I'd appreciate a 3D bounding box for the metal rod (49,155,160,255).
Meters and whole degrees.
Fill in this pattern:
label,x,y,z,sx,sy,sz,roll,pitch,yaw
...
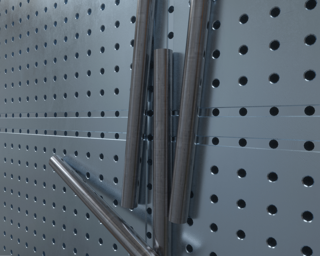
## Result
label,x,y,z,sx,sy,sz,roll,pitch,yaw
metal rod,-0.096,0.117,0.471,0.300,0.025,0.025,30,109,42

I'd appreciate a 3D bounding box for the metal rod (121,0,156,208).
label,x,y,z,sx,sy,sz,roll,pitch,yaw
metal rod,-0.031,-0.037,0.435,0.025,0.025,0.298,9,95,40

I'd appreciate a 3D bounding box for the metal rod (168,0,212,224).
label,x,y,z,sx,sy,sz,roll,pitch,yaw
metal rod,0.037,-0.032,0.379,0.025,0.025,0.298,9,96,40

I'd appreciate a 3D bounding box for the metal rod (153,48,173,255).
label,x,y,z,sx,sy,sz,roll,pitch,yaw
metal rod,0.003,0.048,0.407,0.025,0.025,0.298,1,90,40
